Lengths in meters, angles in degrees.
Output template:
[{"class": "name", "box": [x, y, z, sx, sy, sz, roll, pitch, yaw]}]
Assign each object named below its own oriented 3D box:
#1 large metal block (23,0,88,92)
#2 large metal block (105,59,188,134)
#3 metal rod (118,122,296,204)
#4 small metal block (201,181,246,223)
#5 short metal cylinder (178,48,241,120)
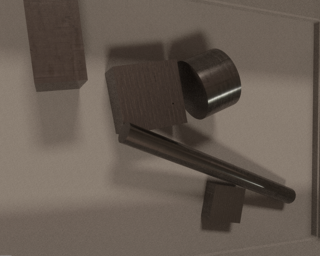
[{"class": "large metal block", "box": [-0.115, -0.085, 0.339, 0.050, 0.080, 0.079, -8, 93, -20]}, {"class": "large metal block", "box": [-0.018, -0.038, 0.391, 0.081, 0.050, 0.079, -11, 94, -20]}, {"class": "metal rod", "box": [0.082, 0.056, 0.414, 0.302, 0.025, 0.025, 23, 82, -29]}, {"class": "small metal block", "box": [0.091, 0.107, 0.446, 0.050, 0.025, 0.050, 12, 86, -20]}, {"class": "short metal cylinder", "box": [0.060, -0.057, 0.404, 0.050, 0.080, 0.080, -25, 99, -19]}]
